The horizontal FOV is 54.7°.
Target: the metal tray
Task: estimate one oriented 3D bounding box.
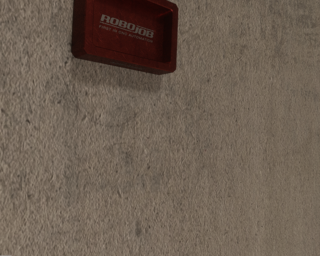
[{"bbox_3d":[-0.036,-0.119,0.372,0.131,0.030,0.089,4,88,-40],"label":"metal tray"}]
